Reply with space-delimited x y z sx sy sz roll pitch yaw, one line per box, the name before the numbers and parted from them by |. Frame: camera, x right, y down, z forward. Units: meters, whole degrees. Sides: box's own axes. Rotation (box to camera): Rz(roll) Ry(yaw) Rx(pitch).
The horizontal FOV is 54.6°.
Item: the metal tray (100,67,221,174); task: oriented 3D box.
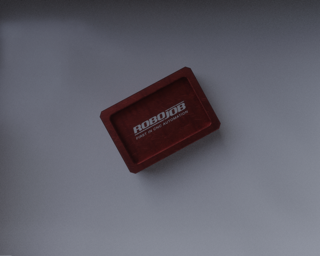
metal tray | 0.000 -0.010 0.406 0.130 0.030 0.090 -28 90 -1
